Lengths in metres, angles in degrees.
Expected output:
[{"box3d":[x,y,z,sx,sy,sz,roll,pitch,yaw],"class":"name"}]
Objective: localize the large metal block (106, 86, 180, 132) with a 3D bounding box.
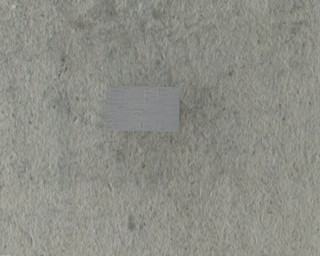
[{"box3d":[-0.019,-0.021,0.382,0.081,0.080,0.050,1,90,-1],"class":"large metal block"}]
